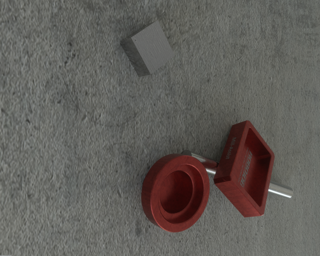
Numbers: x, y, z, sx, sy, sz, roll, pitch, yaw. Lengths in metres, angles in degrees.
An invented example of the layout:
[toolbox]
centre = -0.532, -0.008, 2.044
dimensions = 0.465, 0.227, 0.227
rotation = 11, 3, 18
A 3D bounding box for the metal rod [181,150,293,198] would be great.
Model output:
[metal rod]
centre = 0.146, 0.086, 0.530
dimensions = 0.302, 0.025, 0.025
rotation = 22, 77, -38

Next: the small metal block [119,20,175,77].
[small metal block]
centre = -0.015, -0.101, 0.394
dimensions = 0.050, 0.025, 0.050
rotation = -44, 117, -31

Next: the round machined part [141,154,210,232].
[round machined part]
centre = 0.016, 0.082, 0.406
dimensions = 0.099, 0.042, 0.097
rotation = -3, 95, -37

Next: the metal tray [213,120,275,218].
[metal tray]
centre = 0.137, 0.062, 0.489
dimensions = 0.090, 0.030, 0.130
rotation = 48, 46, -20
